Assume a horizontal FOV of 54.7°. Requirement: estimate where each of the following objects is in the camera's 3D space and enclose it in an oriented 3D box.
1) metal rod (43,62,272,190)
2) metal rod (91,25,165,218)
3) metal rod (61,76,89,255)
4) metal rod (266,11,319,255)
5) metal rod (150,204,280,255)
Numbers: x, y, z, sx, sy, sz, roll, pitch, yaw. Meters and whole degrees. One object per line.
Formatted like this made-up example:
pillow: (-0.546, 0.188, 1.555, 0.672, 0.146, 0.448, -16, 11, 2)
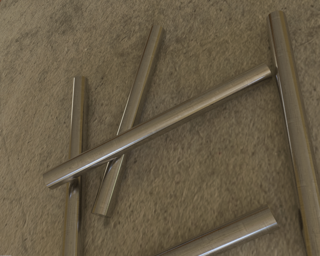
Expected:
metal rod: (-0.004, -0.002, 0.382, 0.301, 0.025, 0.025, -27, 52, 2)
metal rod: (-0.037, -0.026, 0.437, 0.025, 0.025, 0.300, 0, 62, 28)
metal rod: (-0.117, 0.044, 0.435, 0.025, 0.025, 0.299, -19, 54, 17)
metal rod: (0.145, -0.016, 0.337, 0.025, 0.025, 0.299, -10, 57, 23)
metal rod: (-0.023, 0.153, 0.321, 0.301, 0.025, 0.025, -28, 53, 10)
